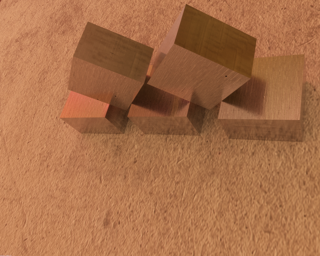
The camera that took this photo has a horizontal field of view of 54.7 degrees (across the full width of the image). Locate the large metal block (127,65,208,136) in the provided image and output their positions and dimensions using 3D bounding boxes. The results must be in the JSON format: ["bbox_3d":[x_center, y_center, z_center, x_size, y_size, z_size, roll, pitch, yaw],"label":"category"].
[{"bbox_3d":[0.015,-0.037,0.404,0.080,0.050,0.080,1,62,28],"label":"large metal block"}]

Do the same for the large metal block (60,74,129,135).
[{"bbox_3d":[-0.088,-0.038,0.457,0.080,0.050,0.080,0,62,28],"label":"large metal block"}]

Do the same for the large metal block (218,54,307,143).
[{"bbox_3d":[0.117,-0.032,0.347,0.080,0.050,0.080,2,62,28],"label":"large metal block"}]

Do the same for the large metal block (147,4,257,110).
[{"bbox_3d":[0.042,-0.070,0.329,0.080,0.080,0.050,137,152,-62],"label":"large metal block"}]

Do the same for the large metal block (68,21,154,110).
[{"bbox_3d":[-0.063,-0.072,0.381,0.080,0.080,0.050,19,65,-13],"label":"large metal block"}]
